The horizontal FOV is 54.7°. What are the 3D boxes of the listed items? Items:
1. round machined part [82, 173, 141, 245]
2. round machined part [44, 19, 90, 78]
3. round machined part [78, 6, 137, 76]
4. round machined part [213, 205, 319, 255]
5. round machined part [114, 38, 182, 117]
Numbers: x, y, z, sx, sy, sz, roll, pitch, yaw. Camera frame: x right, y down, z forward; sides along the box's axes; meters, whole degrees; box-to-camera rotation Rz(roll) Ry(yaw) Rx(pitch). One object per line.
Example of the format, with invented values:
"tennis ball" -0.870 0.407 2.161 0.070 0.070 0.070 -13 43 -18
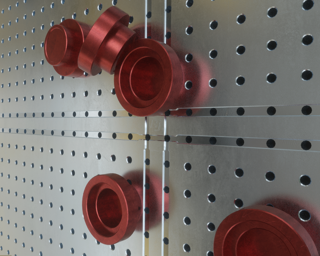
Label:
"round machined part" -0.066 0.114 0.451 0.098 0.042 0.097 0 90 39
"round machined part" -0.161 -0.137 0.528 0.098 0.042 0.097 0 90 39
"round machined part" -0.067 -0.113 0.428 0.042 0.098 0.097 32 114 -3
"round machined part" 0.107 0.126 0.309 0.098 0.042 0.097 0 90 39
"round machined part" -0.011 -0.064 0.404 0.098 0.042 0.097 2 93 38
